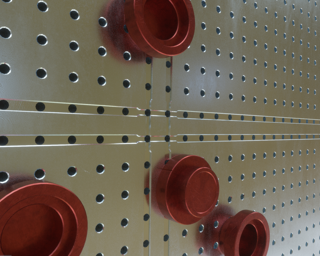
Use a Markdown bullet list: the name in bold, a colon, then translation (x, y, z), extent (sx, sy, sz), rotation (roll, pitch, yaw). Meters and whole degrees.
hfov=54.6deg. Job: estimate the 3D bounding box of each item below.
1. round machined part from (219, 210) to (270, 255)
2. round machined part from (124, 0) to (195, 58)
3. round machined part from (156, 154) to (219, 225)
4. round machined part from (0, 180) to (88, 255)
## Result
- **round machined part**: translation (0.136, 0.184, 0.511), extent (0.099, 0.042, 0.097), rotation (0, 90, -40)
- **round machined part**: translation (-0.004, -0.137, 0.393), extent (0.099, 0.042, 0.097), rotation (0, 90, -40)
- **round machined part**: translation (0.046, 0.087, 0.435), extent (0.099, 0.042, 0.097), rotation (0, 90, -40)
- **round machined part**: translation (-0.123, 0.098, 0.295), extent (0.099, 0.042, 0.097), rotation (0, 90, -40)
